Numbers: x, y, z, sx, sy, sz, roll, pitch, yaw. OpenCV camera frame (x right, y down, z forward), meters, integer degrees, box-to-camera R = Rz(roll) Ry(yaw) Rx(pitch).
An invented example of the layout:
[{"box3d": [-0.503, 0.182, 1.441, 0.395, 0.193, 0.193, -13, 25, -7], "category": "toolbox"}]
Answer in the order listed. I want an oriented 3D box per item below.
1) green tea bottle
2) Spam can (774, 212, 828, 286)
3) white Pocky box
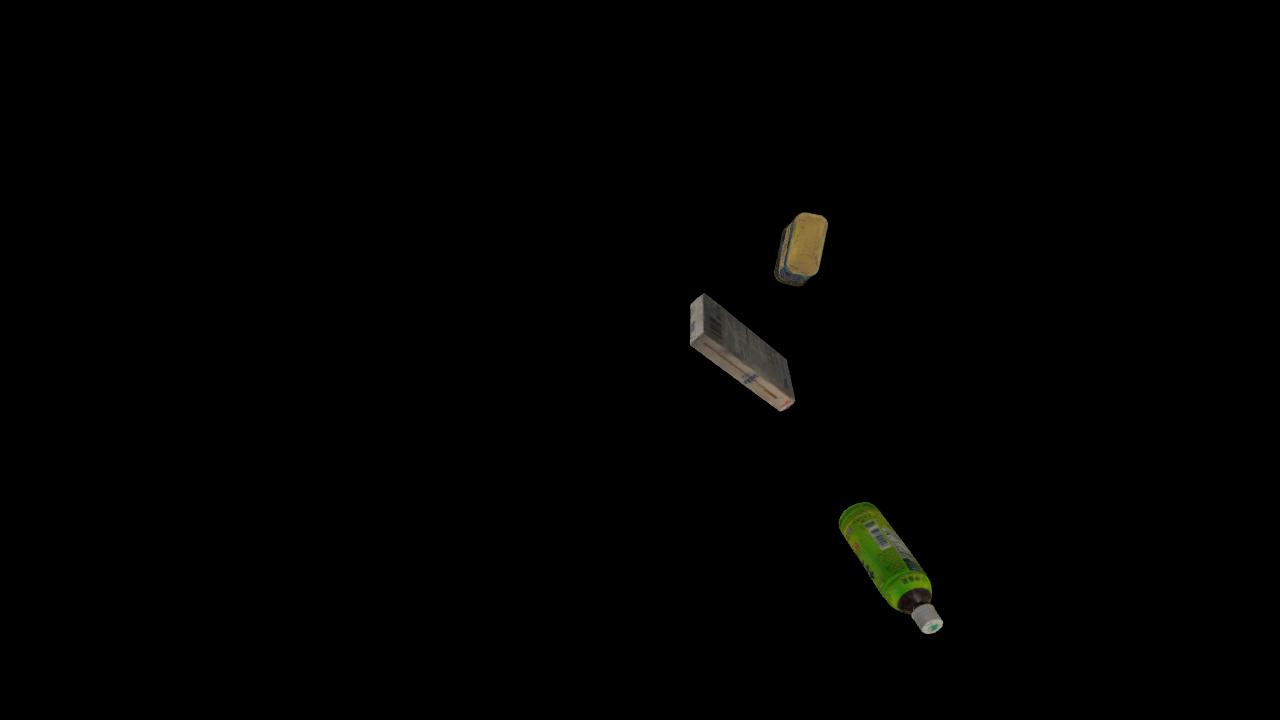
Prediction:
[{"box3d": [0.368, 0.302, 0.902, 0.073, 0.073, 0.212, 0, 27, -10], "category": "green tea bottle"}, {"box3d": [0.254, -0.175, 0.973, 0.058, 0.101, 0.085, 12, -2, 3], "category": "Spam can"}, {"box3d": [0.124, -0.009, 0.745, 0.154, 0.084, 0.028, 35, -57, -22], "category": "white Pocky box"}]
